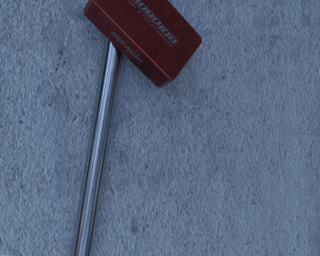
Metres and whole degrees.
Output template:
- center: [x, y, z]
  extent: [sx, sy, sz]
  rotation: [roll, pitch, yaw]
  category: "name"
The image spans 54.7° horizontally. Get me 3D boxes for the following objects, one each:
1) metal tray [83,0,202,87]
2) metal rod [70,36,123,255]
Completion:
- center: [-0.016, -0.126, 0.385]
  extent: [0.130, 0.030, 0.090]
  rotation: [43, 57, -15]
  category: "metal tray"
- center: [-0.076, 0.025, 0.381]
  extent: [0.025, 0.025, 0.298]
  rotation: [9, 87, -20]
  category: "metal rod"
